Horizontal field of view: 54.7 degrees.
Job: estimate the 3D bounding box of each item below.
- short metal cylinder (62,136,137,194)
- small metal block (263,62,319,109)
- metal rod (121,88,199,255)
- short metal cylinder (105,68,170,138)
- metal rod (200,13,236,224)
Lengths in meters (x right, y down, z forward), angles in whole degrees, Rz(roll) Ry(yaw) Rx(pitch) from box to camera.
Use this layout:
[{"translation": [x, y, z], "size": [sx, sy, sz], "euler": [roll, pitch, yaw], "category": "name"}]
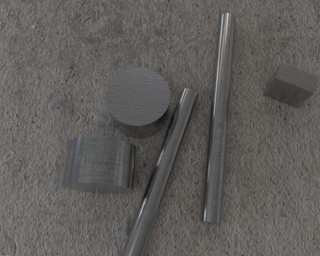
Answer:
[{"translation": [-0.069, 0.046, 0.362], "size": [0.080, 0.080, 0.050], "euler": [3, 70, 1], "category": "short metal cylinder"}, {"translation": [0.175, -0.056, 0.417], "size": [0.050, 0.050, 0.025], "euler": [24, 72, 8], "category": "small metal block"}, {"translation": [-0.008, 0.085, 0.377], "size": [0.025, 0.025, 0.300], "euler": [18, 71, 6], "category": "metal rod"}, {"translation": [-0.027, -0.032, 0.406], "size": [0.081, 0.050, 0.080], "euler": [0, 70, 0], "category": "short metal cylinder"}, {"translation": [0.081, -0.027, 0.418], "size": [0.025, 0.025, 0.299], "euler": [8, 70, 3], "category": "metal rod"}]
